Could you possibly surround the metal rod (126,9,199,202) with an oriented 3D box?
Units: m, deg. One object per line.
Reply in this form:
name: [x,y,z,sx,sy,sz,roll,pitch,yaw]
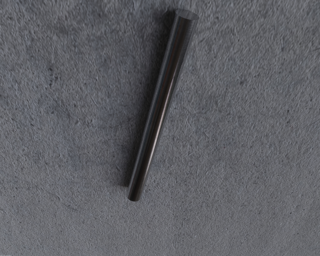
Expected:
metal rod: [-0.007,-0.003,0.404,0.025,0.025,0.298,10,130,-9]
